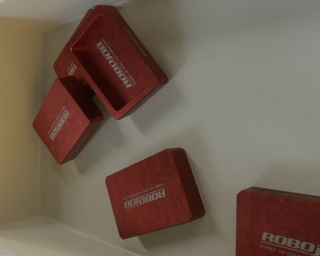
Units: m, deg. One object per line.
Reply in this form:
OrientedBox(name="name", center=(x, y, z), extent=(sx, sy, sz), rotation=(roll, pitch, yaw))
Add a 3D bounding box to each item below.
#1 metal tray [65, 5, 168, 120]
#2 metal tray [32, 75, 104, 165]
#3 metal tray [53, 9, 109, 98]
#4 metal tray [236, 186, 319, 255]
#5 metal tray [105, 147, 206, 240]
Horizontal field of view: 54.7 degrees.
OrientedBox(name="metal tray", center=(-0.062, -0.087, 0.422), extent=(0.090, 0.030, 0.130), rotation=(-38, 87, 31))
OrientedBox(name="metal tray", center=(-0.153, -0.010, 0.502), extent=(0.090, 0.030, 0.129), rotation=(52, 129, 10))
OrientedBox(name="metal tray", center=(-0.116, -0.110, 0.496), extent=(0.129, 0.030, 0.090), rotation=(-43, 64, 31))
OrientedBox(name="metal tray", center=(0.138, 0.110, 0.289), extent=(0.130, 0.030, 0.089), rotation=(2, 91, 39))
OrientedBox(name="metal tray", center=(-0.012, 0.089, 0.412), extent=(0.130, 0.030, 0.090), rotation=(-28, 73, 36))
